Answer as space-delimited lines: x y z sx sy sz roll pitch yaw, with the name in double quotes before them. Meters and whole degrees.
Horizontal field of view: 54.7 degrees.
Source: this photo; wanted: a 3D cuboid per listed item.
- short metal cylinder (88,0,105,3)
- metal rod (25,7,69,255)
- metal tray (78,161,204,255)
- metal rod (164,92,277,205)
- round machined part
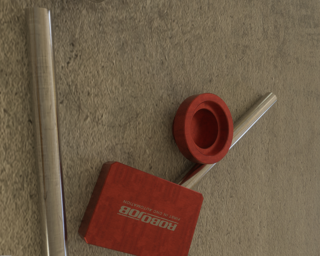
"short metal cylinder" -0.075 -0.172 0.305 0.050 0.080 0.080 6 86 -40
"metal rod" -0.111 0.034 0.311 0.025 0.025 0.298 -5 94 -40
"metal tray" -0.018 0.102 0.368 0.131 0.030 0.090 25 74 -24
"metal rod" 0.106 0.022 0.493 0.302 0.025 0.025 -38 114 -33
"round machined part" 0.056 0.001 0.439 0.099 0.042 0.097 2 87 -38
